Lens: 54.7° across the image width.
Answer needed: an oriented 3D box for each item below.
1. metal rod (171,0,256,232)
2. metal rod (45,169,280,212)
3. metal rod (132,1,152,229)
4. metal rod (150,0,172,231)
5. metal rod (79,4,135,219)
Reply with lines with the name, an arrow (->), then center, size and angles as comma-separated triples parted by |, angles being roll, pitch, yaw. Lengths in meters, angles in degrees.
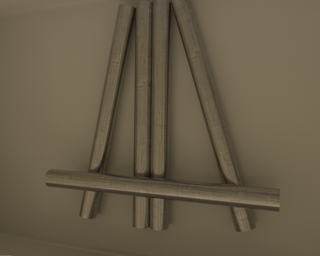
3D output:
metal rod -> 0.065, -0.023, 0.386 | 0.025, 0.025, 0.299 | -17, 84, 19
metal rod -> -0.012, 0.074, 0.386 | 0.301, 0.025, 0.025 | 2, 91, 20
metal rod -> -0.022, -0.017, 0.417 | 0.025, 0.025, 0.298 | 1, 90, 20
metal rod -> 0.001, -0.018, 0.409 | 0.025, 0.025, 0.298 | 1, 90, 20
metal rod -> -0.074, -0.020, 0.435 | 0.025, 0.025, 0.298 | 13, 94, 19
